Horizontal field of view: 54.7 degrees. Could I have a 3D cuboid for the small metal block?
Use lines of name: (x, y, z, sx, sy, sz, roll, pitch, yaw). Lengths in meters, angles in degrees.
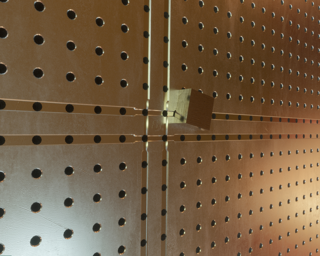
small metal block: (0.051, -0.026, 0.454, 0.050, 0.025, 0.050, 16, 80, -39)
